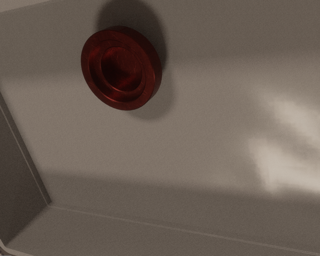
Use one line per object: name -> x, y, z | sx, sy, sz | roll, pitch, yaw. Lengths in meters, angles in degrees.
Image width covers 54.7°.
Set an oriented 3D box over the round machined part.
round machined part -> -0.042, -0.074, 0.373 | 0.098, 0.042, 0.097 | 13, 124, 20
